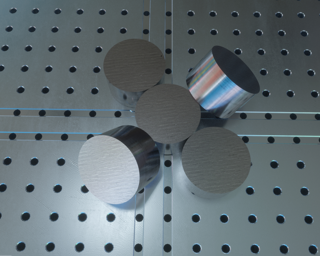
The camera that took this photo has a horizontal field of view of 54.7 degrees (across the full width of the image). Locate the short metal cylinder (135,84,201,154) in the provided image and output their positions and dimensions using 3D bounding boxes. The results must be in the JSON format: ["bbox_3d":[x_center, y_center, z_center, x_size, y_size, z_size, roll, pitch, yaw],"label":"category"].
[{"bbox_3d":[0.010,-0.010,0.402,0.081,0.050,0.080,0,70,0],"label":"short metal cylinder"}]

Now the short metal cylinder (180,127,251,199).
[{"bbox_3d":[0.065,0.044,0.383,0.081,0.050,0.080,0,70,0],"label":"short metal cylinder"}]

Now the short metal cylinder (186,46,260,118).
[{"bbox_3d":[0.081,-0.059,0.399,0.080,0.050,0.080,26,40,-24],"label":"short metal cylinder"}]

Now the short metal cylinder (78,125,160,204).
[{"bbox_3d":[-0.047,0.041,0.361,0.080,0.050,0.079,7,106,24],"label":"short metal cylinder"}]

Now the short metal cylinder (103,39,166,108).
[{"bbox_3d":[-0.033,-0.074,0.425,0.081,0.050,0.080,0,70,0],"label":"short metal cylinder"}]
